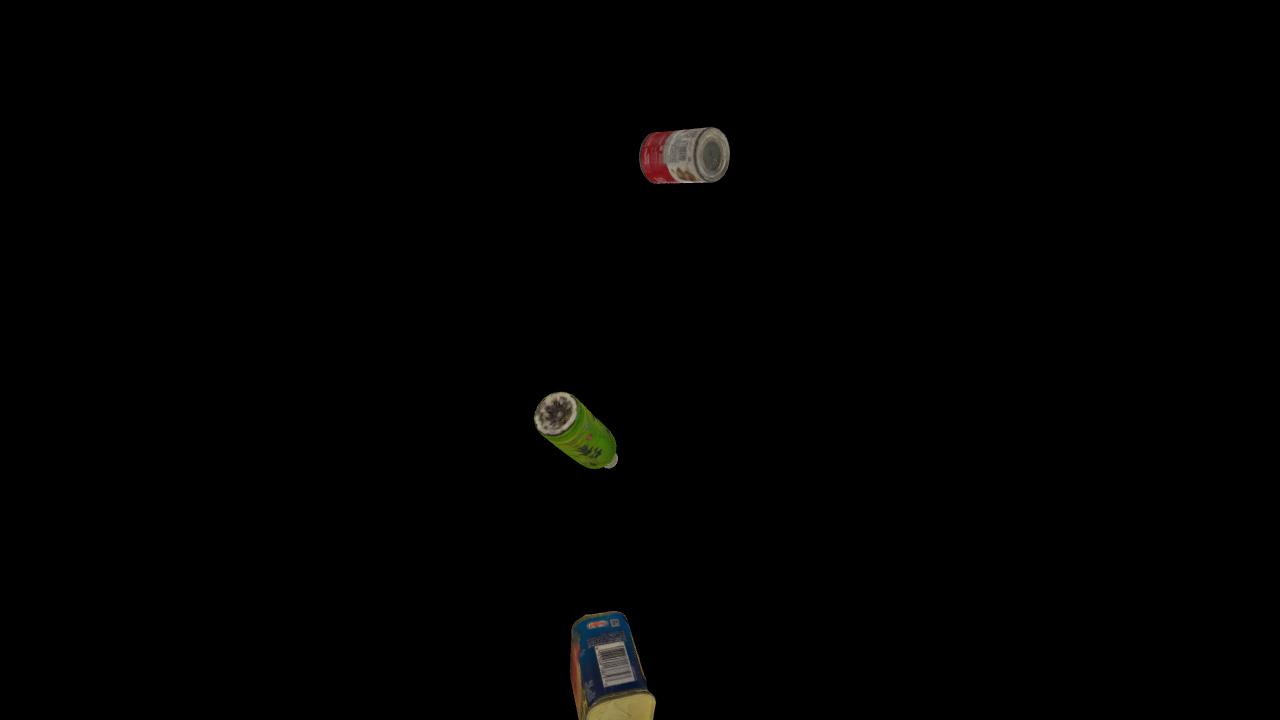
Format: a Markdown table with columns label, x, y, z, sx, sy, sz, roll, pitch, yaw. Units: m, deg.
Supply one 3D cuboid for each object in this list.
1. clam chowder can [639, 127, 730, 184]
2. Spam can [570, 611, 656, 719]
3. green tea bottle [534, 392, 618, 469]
| label | x | y | z | sx | sy | sz | roll | pitch | yaw |
| --- | --- | --- | --- | --- | --- | --- | --- | --- | --- |
| clam chowder can | 0.057 | -0.264 | 0.799 | 0.068 | 0.068 | 0.102 | 0 | 11 | -43 |
| Spam can | -0.028 | 0.287 | 0.538 | 0.058 | 0.101 | 0.085 | -4 | 30 | -16 |
| green tea bottle | -0.083 | 0.117 | 0.924 | 0.073 | 0.073 | 0.212 | 0 | -25 | 19 |
